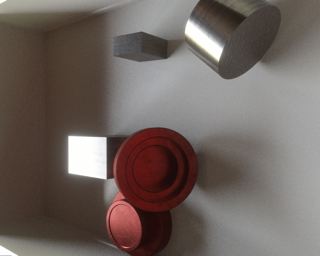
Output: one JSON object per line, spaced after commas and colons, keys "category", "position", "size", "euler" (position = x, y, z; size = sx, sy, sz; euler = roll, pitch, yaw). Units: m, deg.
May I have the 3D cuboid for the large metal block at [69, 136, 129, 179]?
{"category": "large metal block", "position": [-0.066, 0.036, 0.422], "size": [0.080, 0.081, 0.050], "euler": [0, 90, 41]}

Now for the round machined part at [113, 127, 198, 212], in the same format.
{"category": "round machined part", "position": [-0.008, 0.048, 0.375], "size": [0.042, 0.099, 0.097], "euler": [177, 92, -73]}

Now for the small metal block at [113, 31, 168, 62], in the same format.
{"category": "small metal block", "position": [-0.026, -0.106, 0.410], "size": [0.050, 0.050, 0.025], "euler": [4, 93, 39]}

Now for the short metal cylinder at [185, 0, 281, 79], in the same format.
{"category": "short metal cylinder", "position": [0.072, -0.096, 0.310], "size": [0.050, 0.081, 0.080], "euler": [48, 118, 29]}

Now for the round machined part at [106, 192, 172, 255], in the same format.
{"category": "round machined part", "position": [-0.035, 0.129, 0.423], "size": [0.098, 0.042, 0.097], "euler": [0, 90, 39]}
